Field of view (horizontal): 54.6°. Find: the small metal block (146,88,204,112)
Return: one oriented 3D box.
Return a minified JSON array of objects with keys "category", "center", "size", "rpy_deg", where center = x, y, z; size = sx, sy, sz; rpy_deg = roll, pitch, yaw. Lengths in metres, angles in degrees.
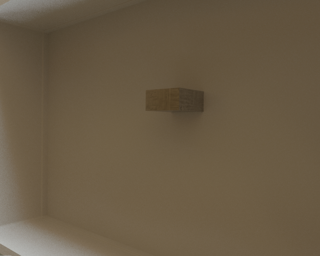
[{"category":"small metal block","center":[0.018,-0.033,0.376],"size":[0.050,0.050,0.025],"rpy_deg":[1,91,40]}]
